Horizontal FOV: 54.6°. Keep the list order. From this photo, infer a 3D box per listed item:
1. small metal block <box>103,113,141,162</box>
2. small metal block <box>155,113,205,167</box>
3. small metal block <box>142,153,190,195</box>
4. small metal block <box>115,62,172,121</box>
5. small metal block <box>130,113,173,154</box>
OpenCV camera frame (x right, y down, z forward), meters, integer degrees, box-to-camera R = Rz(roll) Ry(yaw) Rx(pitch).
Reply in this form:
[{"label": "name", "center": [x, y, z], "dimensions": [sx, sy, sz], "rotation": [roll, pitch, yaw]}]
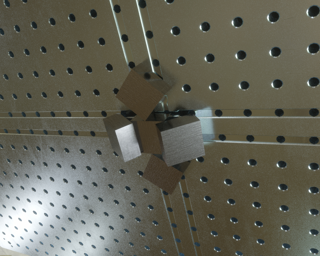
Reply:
[{"label": "small metal block", "center": [-0.053, 0.012, 0.431], "dimensions": [0.050, 0.025, 0.050], "rotation": [34, 143, 55]}, {"label": "small metal block", "center": [0.026, 0.015, 0.389], "dimensions": [0.050, 0.025, 0.050], "rotation": [-16, 116, -9]}, {"label": "small metal block", "center": [0.008, 0.060, 0.444], "dimensions": [0.050, 0.025, 0.050], "rotation": [31, 129, 10]}, {"label": "small metal block", "center": [-0.021, -0.046, 0.395], "dimensions": [0.050, 0.025, 0.050], "rotation": [40, 129, 2]}, {"label": "small metal block", "center": [-0.007, 0.007, 0.419], "dimensions": [0.050, 0.025, 0.050], "rotation": [1, 118, 27]}]
